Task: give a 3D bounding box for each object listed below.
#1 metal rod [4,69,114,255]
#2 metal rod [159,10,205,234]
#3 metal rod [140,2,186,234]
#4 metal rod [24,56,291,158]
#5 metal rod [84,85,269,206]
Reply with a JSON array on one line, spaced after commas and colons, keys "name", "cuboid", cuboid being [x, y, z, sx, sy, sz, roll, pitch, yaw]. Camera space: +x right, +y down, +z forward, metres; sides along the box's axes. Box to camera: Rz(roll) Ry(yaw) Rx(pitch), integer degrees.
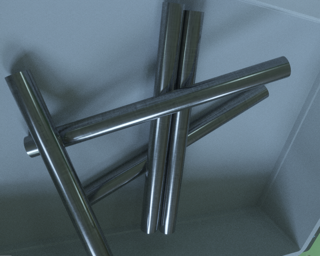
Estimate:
[{"name": "metal rod", "cuboid": [-0.089, 0.084, 0.336, 0.025, 0.025, 0.298, -23, 103, -15]}, {"name": "metal rod", "cuboid": [0.024, 0.007, 0.400, 0.025, 0.025, 0.298, -5, 112, -27]}, {"name": "metal rod", "cuboid": [0.000, 0.003, 0.387, 0.025, 0.025, 0.298, -5, 113, -27]}, {"name": "metal rod", "cuboid": [-0.001, -0.024, 0.348, 0.302, 0.025, 0.025, -18, 127, -1]}, {"name": "metal rod", "cuboid": [0.025, 0.020, 0.436, 0.301, 0.025, 0.025, -31, 129, -9]}]
